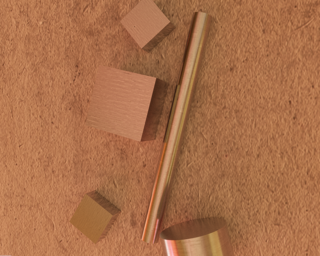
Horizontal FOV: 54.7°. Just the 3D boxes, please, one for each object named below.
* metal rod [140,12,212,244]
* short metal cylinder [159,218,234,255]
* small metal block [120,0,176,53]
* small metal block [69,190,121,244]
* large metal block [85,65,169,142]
[{"bbox_3d":[0.020,0.003,0.401,0.025,0.025,0.298,15,95,19],"label":"metal rod"},{"bbox_3d":[0.044,0.142,0.364,0.080,0.080,0.050,-14,86,19],"label":"short metal cylinder"},{"bbox_3d":[-0.016,-0.138,0.414,0.050,0.025,0.050,-40,78,15],"label":"small metal block"},{"bbox_3d":[-0.092,0.126,0.440,0.050,0.025,0.050,34,101,16],"label":"small metal block"},{"bbox_3d":[-0.042,-0.032,0.410,0.080,0.050,0.079,16,95,19],"label":"large metal block"}]
